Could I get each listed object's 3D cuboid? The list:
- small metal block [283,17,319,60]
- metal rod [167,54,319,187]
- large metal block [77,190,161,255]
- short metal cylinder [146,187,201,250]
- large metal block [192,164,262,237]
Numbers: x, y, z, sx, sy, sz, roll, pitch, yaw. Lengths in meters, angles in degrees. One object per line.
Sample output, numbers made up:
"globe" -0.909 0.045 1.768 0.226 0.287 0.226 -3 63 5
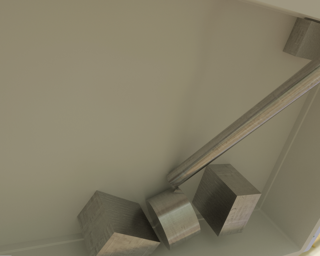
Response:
"small metal block" 0.215 -0.128 0.450 0.050 0.025 0.050 2 117 -30
"metal rod" 0.113 -0.007 0.395 0.025 0.025 0.299 20 131 -36
"large metal block" -0.059 0.141 0.429 0.080 0.080 0.050 29 102 -38
"short metal cylinder" 0.019 0.135 0.469 0.050 0.080 0.080 -23 127 -15
"large metal block" 0.105 0.115 0.504 0.050 0.080 0.079 3 117 -30
